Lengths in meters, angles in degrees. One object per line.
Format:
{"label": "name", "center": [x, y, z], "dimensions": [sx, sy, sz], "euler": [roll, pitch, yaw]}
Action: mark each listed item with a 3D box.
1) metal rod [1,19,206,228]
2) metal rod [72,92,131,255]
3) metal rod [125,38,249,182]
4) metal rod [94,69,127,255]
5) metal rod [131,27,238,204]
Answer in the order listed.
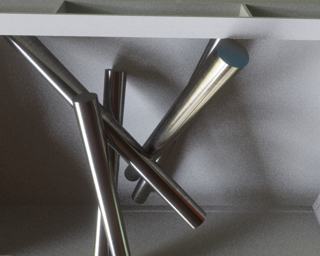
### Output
{"label": "metal rod", "center": [-0.054, 0.004, 0.348], "dimensions": [0.025, 0.025, 0.300], "euler": [-38, 102, 27]}
{"label": "metal rod", "center": [-0.059, 0.100, 0.375], "dimensions": [0.025, 0.025, 0.298], "euler": [-5, 119, 3]}
{"label": "metal rod", "center": [0.004, 0.009, 0.341], "dimensions": [0.025, 0.025, 0.299], "euler": [15, 152, -13]}
{"label": "metal rod", "center": [-0.067, 0.076, 0.396], "dimensions": [0.025, 0.025, 0.298], "euler": [5, 106, -5]}
{"label": "metal rod", "center": [0.018, 0.007, 0.414], "dimensions": [0.025, 0.025, 0.298], "euler": [16, 128, -13]}
